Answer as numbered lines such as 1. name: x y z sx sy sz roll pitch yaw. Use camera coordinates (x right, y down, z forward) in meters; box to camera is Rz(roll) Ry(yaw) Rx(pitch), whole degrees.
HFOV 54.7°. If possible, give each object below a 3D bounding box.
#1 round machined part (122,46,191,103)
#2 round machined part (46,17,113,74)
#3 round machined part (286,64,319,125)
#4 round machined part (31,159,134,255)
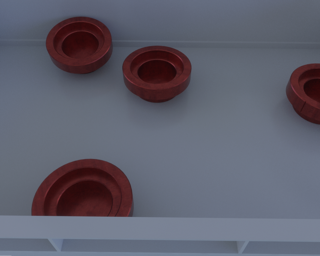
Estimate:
1. round machined part: -0.004 -0.075 0.457 0.099 0.042 0.098 0 50 0
2. round machined part: -0.124 -0.125 0.489 0.099 0.042 0.098 1 63 -2
3. round machined part: 0.226 -0.043 0.431 0.099 0.042 0.098 0 50 0
4. round machined part: -0.077 0.084 0.323 0.099 0.042 0.098 0 50 0
